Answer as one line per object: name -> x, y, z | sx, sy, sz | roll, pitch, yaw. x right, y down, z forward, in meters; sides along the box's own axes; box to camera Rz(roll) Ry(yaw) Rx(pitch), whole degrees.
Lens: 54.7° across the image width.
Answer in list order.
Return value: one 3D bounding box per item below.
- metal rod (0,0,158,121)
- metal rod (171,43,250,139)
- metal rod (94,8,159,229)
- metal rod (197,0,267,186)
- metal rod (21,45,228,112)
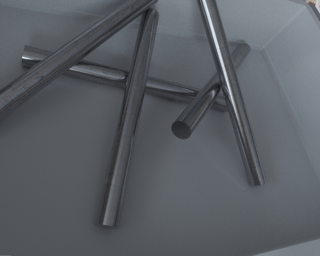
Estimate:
metal rod -> -0.103, -0.090, 0.368 | 0.025, 0.025, 0.301 | 43, 62, 0
metal rod -> 0.092, -0.073, 0.473 | 0.025, 0.025, 0.301 | 42, 42, 0
metal rod -> -0.034, -0.032, 0.382 | 0.025, 0.025, 0.299 | 18, 62, -18
metal rod -> 0.097, -0.065, 0.435 | 0.025, 0.025, 0.298 | -17, 91, -35
metal rod -> -0.027, -0.062, 0.430 | 0.302, 0.025, 0.025 | 10, 57, -23
